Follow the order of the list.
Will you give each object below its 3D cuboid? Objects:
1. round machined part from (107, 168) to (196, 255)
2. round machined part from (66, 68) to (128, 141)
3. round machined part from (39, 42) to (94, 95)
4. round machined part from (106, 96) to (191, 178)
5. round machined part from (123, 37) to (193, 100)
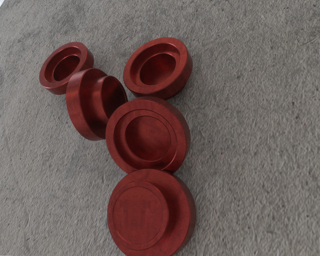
[{"bbox_3d":[-0.015,0.091,0.328,0.098,0.042,0.098,-5,76,22],"label":"round machined part"},{"bbox_3d":[-0.077,-0.033,0.418,0.042,0.098,0.098,-10,58,23],"label":"round machined part"},{"bbox_3d":[-0.155,-0.097,0.534,0.098,0.042,0.098,-13,56,21],"label":"round machined part"},{"bbox_3d":[-0.011,0.010,0.371,0.098,0.042,0.097,5,108,16],"label":"round machined part"},{"bbox_3d":[0.001,-0.078,0.441,0.098,0.042,0.098,-13,56,21],"label":"round machined part"}]
